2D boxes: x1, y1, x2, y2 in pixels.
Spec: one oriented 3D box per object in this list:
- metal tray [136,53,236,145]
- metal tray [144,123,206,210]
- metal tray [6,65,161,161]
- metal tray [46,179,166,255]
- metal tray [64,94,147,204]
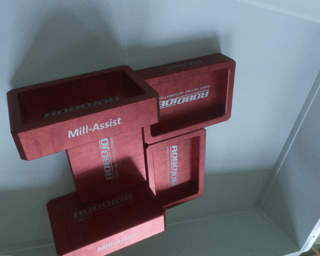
[{"bbox_3d":[0.032,-0.039,0.398,0.131,0.030,0.089,-16,125,-20],"label":"metal tray"},{"bbox_3d":[0.019,0.058,0.451,0.091,0.030,0.129,-16,125,-20],"label":"metal tray"},{"bbox_3d":[-0.076,-0.022,0.307,0.131,0.090,0.030,-17,125,-19],"label":"metal tray"},{"bbox_3d":[-0.069,0.112,0.396,0.131,0.090,0.030,-16,125,-20],"label":"metal tray"},{"bbox_3d":[-0.068,0.026,0.382,0.091,0.030,0.129,-16,125,-20],"label":"metal tray"}]
